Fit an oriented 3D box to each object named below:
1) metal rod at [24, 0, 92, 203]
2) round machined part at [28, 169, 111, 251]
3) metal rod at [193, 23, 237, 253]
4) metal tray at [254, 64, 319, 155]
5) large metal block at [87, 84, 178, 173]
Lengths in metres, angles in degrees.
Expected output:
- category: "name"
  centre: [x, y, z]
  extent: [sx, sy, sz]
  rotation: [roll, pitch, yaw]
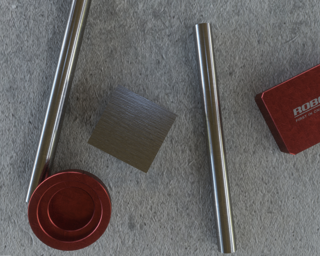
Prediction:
- category: "metal rod"
  centre: [-0.131, -0.049, 0.408]
  extent: [0.025, 0.025, 0.298]
  rotation: [13, 90, -1]
- category: "round machined part"
  centre: [-0.112, 0.100, 0.396]
  extent: [0.099, 0.042, 0.097]
  rotation: [0, 92, -7]
- category: "metal rod"
  centre: [0.073, 0.013, 0.410]
  extent: [0.025, 0.025, 0.298]
  rotation: [-6, 90, 0]
- category: "metal tray"
  centre: [0.206, -0.032, 0.410]
  extent: [0.131, 0.030, 0.090]
  rotation: [-27, 90, -1]
- category: "large metal block"
  centre: [-0.033, 0.001, 0.397]
  extent: [0.080, 0.050, 0.080]
  rotation: [28, 90, -1]
